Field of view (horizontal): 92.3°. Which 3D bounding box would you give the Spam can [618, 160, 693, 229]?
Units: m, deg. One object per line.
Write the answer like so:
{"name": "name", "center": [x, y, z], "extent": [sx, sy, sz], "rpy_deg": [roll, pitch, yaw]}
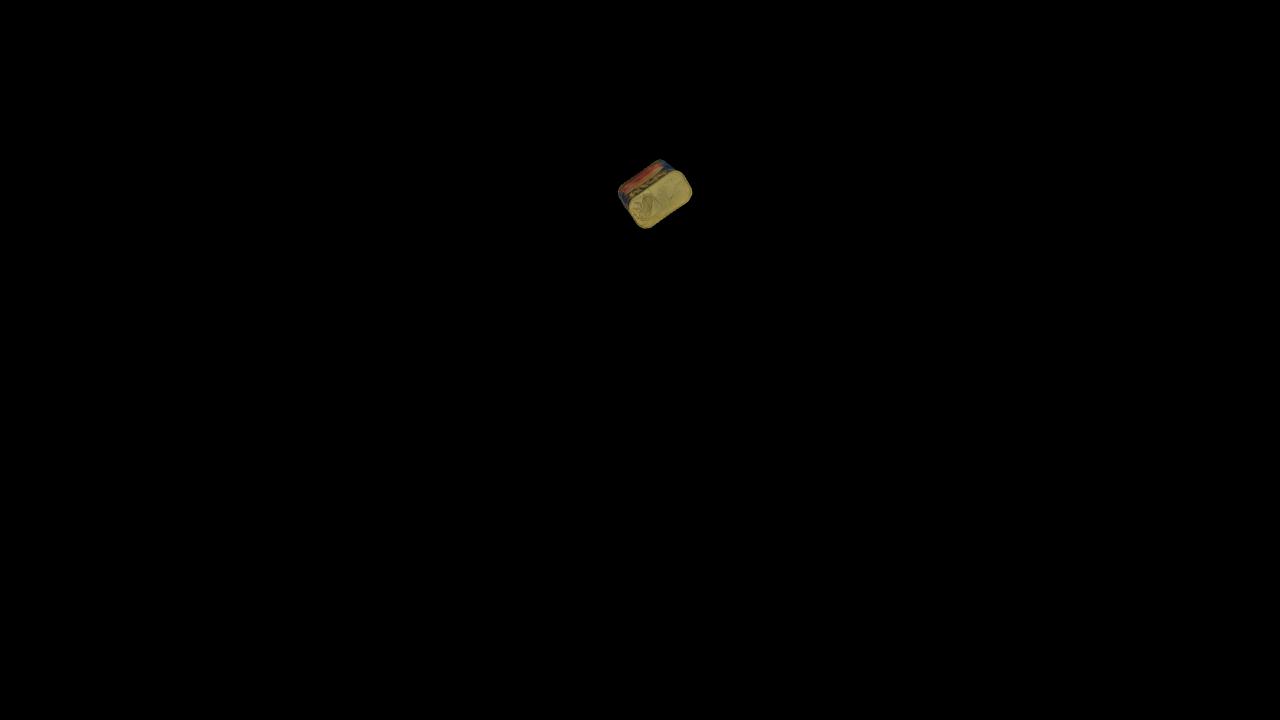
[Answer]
{"name": "Spam can", "center": [0.021, -0.266, 0.980], "extent": [0.101, 0.058, 0.085], "rpy_deg": [-33, 34, 5]}
